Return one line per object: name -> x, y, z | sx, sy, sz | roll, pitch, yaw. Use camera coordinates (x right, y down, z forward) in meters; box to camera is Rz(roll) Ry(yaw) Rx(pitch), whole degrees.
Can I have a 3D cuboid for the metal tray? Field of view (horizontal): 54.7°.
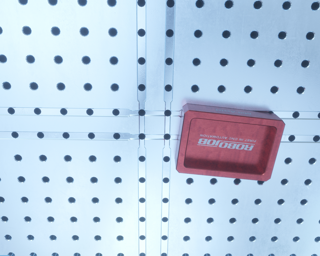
metal tray -> 0.091, 0.021, 0.419 | 0.131, 0.030, 0.089 | 6, 110, -3
